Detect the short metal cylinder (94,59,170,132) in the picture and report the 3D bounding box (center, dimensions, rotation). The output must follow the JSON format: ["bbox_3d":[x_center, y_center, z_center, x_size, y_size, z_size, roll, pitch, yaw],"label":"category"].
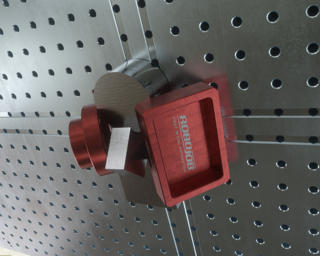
[{"bbox_3d":[-0.034,-0.040,0.387,0.080,0.050,0.079,13,124,21],"label":"short metal cylinder"}]

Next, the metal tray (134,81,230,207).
[{"bbox_3d":[0.030,0.020,0.368,0.030,0.091,0.129,-137,31,-60],"label":"metal tray"}]

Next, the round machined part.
[{"bbox_3d":[-0.091,0.018,0.418,0.042,0.098,0.097,-14,116,-2],"label":"round machined part"}]

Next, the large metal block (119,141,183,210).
[{"bbox_3d":[-0.009,0.063,0.438,0.080,0.050,0.080,2,120,27],"label":"large metal block"}]

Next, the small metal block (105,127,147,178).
[{"bbox_3d":[-0.038,0.031,0.380,0.025,0.050,0.050,-2,160,26],"label":"small metal block"}]
